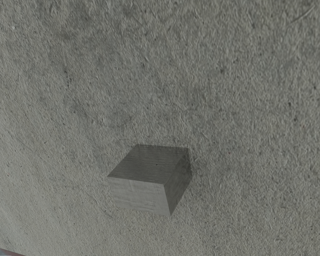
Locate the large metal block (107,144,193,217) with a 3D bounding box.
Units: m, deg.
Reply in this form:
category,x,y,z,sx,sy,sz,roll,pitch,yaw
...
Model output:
category,x,y,z,sx,sy,sz,roll,pitch,yaw
large metal block,-0.010,0.066,0.418,0.080,0.080,0.050,3,120,27
